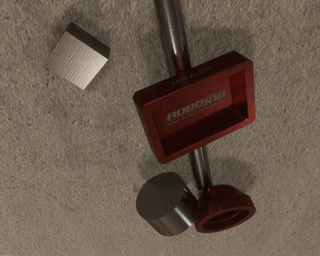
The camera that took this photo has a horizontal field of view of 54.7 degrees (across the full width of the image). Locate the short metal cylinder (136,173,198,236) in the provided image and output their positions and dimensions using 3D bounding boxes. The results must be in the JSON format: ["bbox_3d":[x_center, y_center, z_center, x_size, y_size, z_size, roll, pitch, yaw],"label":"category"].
[{"bbox_3d":[0.011,0.115,0.469,0.080,0.080,0.050,-23,127,18],"label":"short metal cylinder"}]

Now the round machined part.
[{"bbox_3d":[0.098,0.128,0.495,0.099,0.042,0.097,-11,143,-8],"label":"round machined part"}]

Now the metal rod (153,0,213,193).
[{"bbox_3d":[0.037,-0.019,0.391,0.025,0.025,0.298,-10,130,8],"label":"metal rod"}]

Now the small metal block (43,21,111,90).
[{"bbox_3d":[-0.090,-0.078,0.339,0.050,0.025,0.050,32,123,-25],"label":"small metal block"}]

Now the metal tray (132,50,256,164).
[{"bbox_3d":[0.044,-0.022,0.354,0.131,0.030,0.090,-24,130,-9],"label":"metal tray"}]
